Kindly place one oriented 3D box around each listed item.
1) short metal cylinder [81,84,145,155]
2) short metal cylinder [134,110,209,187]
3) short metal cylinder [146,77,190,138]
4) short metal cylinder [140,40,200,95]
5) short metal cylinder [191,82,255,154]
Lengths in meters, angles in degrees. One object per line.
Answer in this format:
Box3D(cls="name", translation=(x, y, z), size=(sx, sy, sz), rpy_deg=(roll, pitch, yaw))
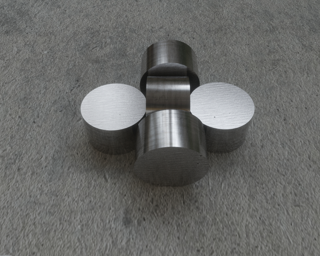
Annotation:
Box3D(cls="short metal cylinder", translation=(-0.056, -0.012, 0.398), size=(0.081, 0.050, 0.080), rpy_deg=(1, 50, -1))
Box3D(cls="short metal cylinder", translation=(0.012, 0.025, 0.349), size=(0.081, 0.080, 0.050), rpy_deg=(0, 50, 0))
Box3D(cls="short metal cylinder", translation=(0.010, -0.025, 0.390), size=(0.050, 0.080, 0.080), rpy_deg=(0, 50, 0))
Box3D(cls="short metal cylinder", translation=(0.013, -0.075, 0.433), size=(0.081, 0.080, 0.050), rpy_deg=(0, 50, 0))
Box3D(cls="short metal cylinder", translation=(0.075, -0.014, 0.400), size=(0.080, 0.050, 0.080), rpy_deg=(0, 50, 0))
